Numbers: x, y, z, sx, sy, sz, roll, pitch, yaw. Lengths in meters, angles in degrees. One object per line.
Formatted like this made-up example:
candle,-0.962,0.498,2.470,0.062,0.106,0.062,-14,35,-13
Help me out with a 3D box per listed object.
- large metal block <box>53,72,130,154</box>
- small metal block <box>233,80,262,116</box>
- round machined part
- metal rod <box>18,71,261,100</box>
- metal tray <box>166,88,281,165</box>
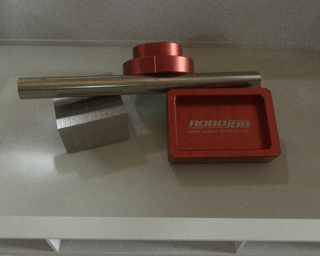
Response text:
large metal block,-0.090,-0.022,0.403,0.081,0.050,0.080,-14,52,-12
small metal block,0.118,-0.045,0.442,0.050,0.025,0.050,-9,51,-8
round machined part,-0.003,-0.090,0.429,0.099,0.098,0.042,-3,91,-3
metal rod,-0.014,-0.056,0.391,0.302,0.025,0.025,-4,50,-13
metal tray,0.074,-0.003,0.385,0.131,0.030,0.090,-1,69,-2
